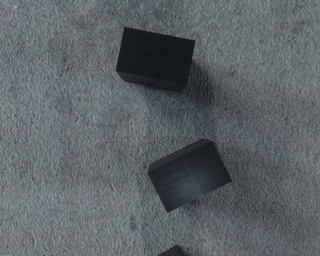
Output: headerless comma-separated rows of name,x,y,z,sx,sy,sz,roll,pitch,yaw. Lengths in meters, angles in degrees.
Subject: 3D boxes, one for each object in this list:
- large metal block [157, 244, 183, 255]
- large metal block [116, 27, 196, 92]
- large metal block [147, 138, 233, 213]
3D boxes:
large metal block,0.021,0.206,0.383,0.050,0.080,0.080,-30,90,0
large metal block,-0.005,-0.080,0.382,0.080,0.080,0.050,11,90,0
large metal block,0.033,0.054,0.383,0.080,0.080,0.050,-26,90,0
